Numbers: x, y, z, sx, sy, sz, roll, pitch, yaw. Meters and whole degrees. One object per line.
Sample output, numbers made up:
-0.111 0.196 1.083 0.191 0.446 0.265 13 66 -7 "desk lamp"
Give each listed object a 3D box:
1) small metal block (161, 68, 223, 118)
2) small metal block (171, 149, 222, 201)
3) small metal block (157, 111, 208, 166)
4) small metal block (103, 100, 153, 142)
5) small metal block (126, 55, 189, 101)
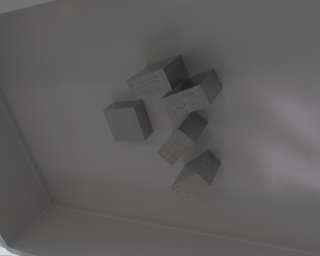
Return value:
0.037 -0.039 0.349 0.050 0.050 0.025 -17 110 35 "small metal block"
0.048 0.062 0.406 0.025 0.050 0.050 46 129 -4 "small metal block"
0.028 0.012 0.385 0.025 0.050 0.050 40 129 1 "small metal block"
-0.043 -0.009 0.426 0.050 0.025 0.050 -4 117 30 "small metal block"
-0.002 -0.058 0.357 0.050 0.050 0.025 -12 112 33 "small metal block"
